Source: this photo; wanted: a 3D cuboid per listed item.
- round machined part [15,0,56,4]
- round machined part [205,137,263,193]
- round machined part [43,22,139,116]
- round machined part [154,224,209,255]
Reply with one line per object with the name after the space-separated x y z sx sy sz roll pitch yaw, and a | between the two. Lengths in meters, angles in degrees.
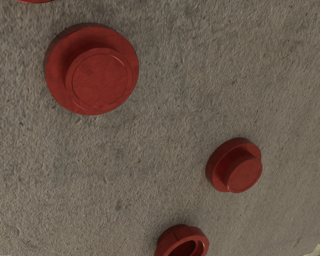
-0.105 -0.150 0.245 0.099 0.042 0.097 -14 124 -21 | round machined part
0.127 0.068 0.507 0.099 0.042 0.097 -14 124 -21 | round machined part
-0.067 -0.056 0.324 0.099 0.042 0.097 -14 124 -21 | round machined part
0.033 0.208 0.543 0.099 0.042 0.097 -14 124 -21 | round machined part
